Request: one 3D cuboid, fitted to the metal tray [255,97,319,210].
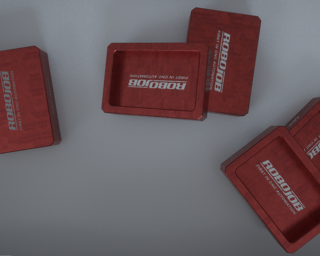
[{"bbox_3d":[0.198,0.033,0.410,0.130,0.030,0.090,-45,90,0],"label":"metal tray"}]

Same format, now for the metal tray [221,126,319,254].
[{"bbox_3d":[0.149,0.073,0.379,0.090,0.030,0.130,-38,90,0],"label":"metal tray"}]

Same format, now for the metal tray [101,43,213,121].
[{"bbox_3d":[-0.005,-0.058,0.387,0.130,0.030,0.089,5,89,18],"label":"metal tray"}]

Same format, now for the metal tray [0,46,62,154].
[{"bbox_3d":[-0.189,-0.035,0.407,0.091,0.030,0.129,-9,90,0],"label":"metal tray"}]

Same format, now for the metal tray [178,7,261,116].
[{"bbox_3d":[0.076,-0.085,0.409,0.091,0.030,0.129,8,90,0],"label":"metal tray"}]
